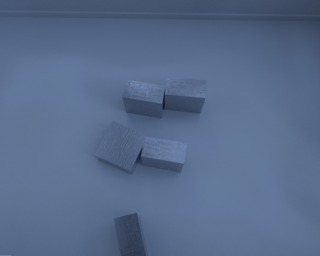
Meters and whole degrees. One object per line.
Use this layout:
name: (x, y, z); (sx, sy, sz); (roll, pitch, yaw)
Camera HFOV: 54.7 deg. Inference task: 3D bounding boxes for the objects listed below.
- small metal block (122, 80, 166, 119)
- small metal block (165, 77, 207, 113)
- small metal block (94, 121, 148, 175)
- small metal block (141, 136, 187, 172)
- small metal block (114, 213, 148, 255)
small metal block: (-0.020, -0.037, 0.410); (0.050, 0.050, 0.025); (10, 71, 3)
small metal block: (0.033, -0.043, 0.412); (0.050, 0.050, 0.025); (6, 70, 2)
small metal block: (-0.048, 0.026, 0.400); (0.050, 0.025, 0.050); (23, 72, 8)
small metal block: (0.005, 0.034, 0.384); (0.050, 0.050, 0.025); (10, 71, 3)
small metal block: (-0.031, 0.126, 0.350); (0.025, 0.050, 0.050); (-13, 71, -5)
